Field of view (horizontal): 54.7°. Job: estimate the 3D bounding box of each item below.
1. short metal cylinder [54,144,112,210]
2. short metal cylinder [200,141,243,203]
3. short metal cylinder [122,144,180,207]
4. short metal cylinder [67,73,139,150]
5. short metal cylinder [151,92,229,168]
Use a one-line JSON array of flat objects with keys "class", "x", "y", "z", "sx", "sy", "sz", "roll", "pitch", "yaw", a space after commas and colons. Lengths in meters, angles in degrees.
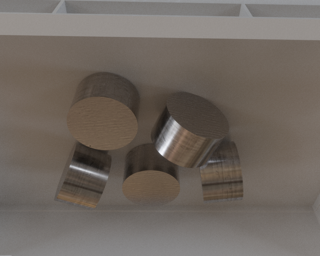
[{"class": "short metal cylinder", "x": -0.106, "y": 0.067, "z": 0.426, "sx": 0.050, "sy": 0.080, "sz": 0.080, "roll": 21, "pitch": 127, "yaw": -18}, {"class": "short metal cylinder", "x": 0.080, "y": 0.060, "z": 0.423, "sx": 0.050, "sy": 0.080, "sz": 0.080, "roll": -7, "pitch": 130, "yaw": 5}, {"class": "short metal cylinder", "x": -0.012, "y": 0.069, "z": 0.449, "sx": 0.081, "sy": 0.050, "sz": 0.079, "roll": 0, "pitch": 130, "yaw": 0}, {"class": "short metal cylinder", "x": -0.066, "y": -0.019, "z": 0.373, "sx": 0.081, "sy": 0.050, "sz": 0.079, "roll": 0, "pitch": 130, "yaw": 0}, {"class": "short metal cylinder", "x": 0.035, "y": 0.001, "z": 0.374, "sx": 0.081, "sy": 0.080, "sz": 0.050, "roll": 17, "pitch": 128, "yaw": -14}]
